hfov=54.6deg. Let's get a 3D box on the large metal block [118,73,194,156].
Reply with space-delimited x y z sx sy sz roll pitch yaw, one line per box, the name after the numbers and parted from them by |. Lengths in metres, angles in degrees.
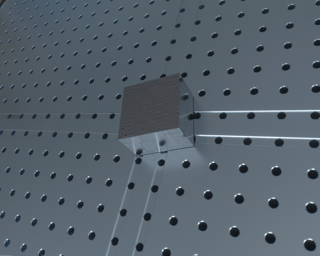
-0.003 -0.016 0.403 0.080 0.050 0.080 -11 57 22 | large metal block
